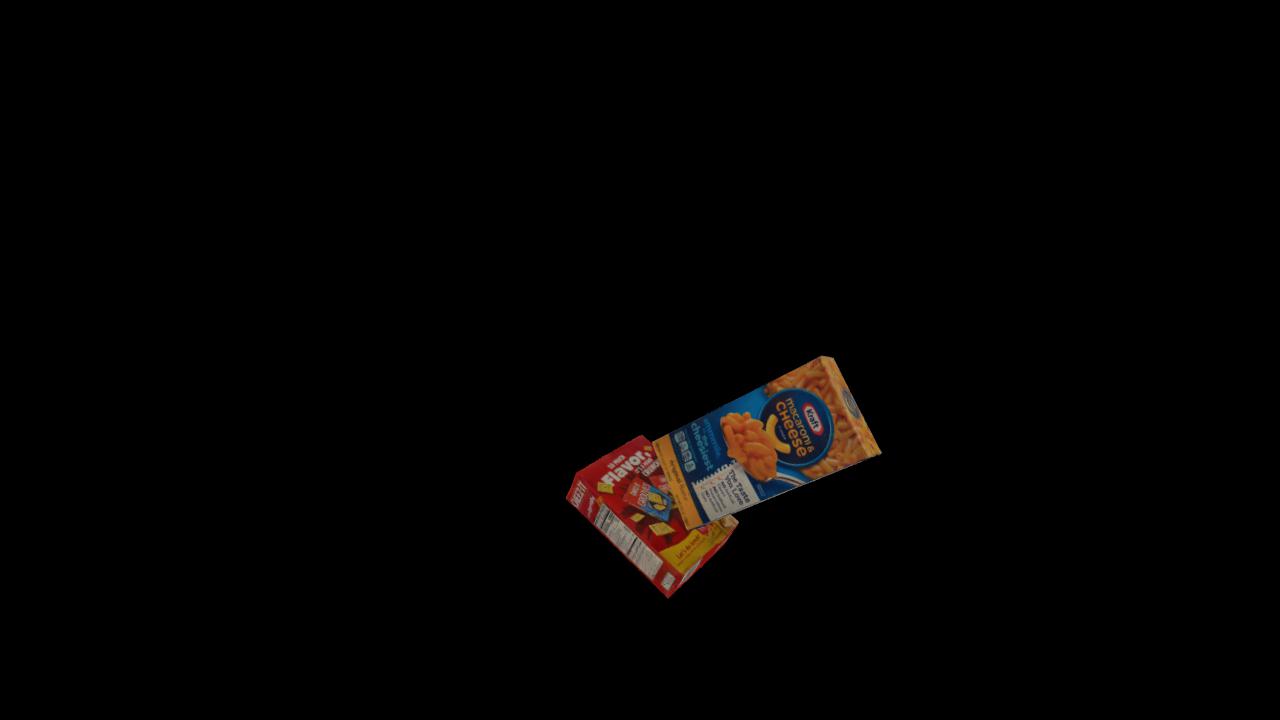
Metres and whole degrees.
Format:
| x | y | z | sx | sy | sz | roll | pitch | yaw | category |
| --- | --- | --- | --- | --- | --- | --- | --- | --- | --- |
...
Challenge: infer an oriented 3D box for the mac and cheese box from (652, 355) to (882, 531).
| x | y | z | sx | sy | sz | roll | pitch | yaw | category |
| --- | --- | --- | --- | --- | --- | --- | --- | --- | --- |
| 0.105 | 0.078 | 0.549 | 0.184 | 0.093 | 0.041 | -32 | -21 | 29 | mac and cheese box |

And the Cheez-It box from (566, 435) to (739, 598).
| x | y | z | sx | sy | sz | roll | pitch | yaw | category |
| --- | --- | --- | --- | --- | --- | --- | --- | --- | --- |
| 0.020 | 0.234 | 0.961 | 0.223 | 0.071 | 0.166 | 39 | 36 | 22 | Cheez-It box |
